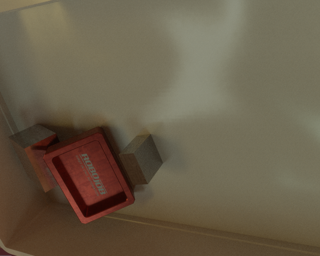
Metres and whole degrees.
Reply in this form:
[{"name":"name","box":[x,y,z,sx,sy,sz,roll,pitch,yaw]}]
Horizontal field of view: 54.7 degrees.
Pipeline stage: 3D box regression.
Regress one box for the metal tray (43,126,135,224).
[{"name":"metal tray","box":[-0.104,0.073,0.472,0.090,0.030,0.129,-23,110,-2]}]

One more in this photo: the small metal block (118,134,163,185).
[{"name":"small metal block","box":[-0.025,0.043,0.431,0.025,0.050,0.050,-9,114,32]}]

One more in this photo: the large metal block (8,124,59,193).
[{"name":"large metal block","box":[-0.193,0.046,0.502,0.080,0.050,0.080,16,129,48]}]
